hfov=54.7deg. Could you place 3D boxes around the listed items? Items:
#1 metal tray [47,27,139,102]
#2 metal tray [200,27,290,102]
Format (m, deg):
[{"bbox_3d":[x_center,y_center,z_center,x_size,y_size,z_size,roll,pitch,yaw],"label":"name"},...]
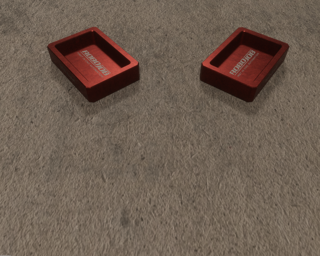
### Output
[{"bbox_3d":[-0.105,-0.104,0.485,0.091,0.030,0.130,-31,57,-24],"label":"metal tray"},{"bbox_3d":[0.134,-0.105,0.489,0.090,0.030,0.131,30,56,22],"label":"metal tray"}]
